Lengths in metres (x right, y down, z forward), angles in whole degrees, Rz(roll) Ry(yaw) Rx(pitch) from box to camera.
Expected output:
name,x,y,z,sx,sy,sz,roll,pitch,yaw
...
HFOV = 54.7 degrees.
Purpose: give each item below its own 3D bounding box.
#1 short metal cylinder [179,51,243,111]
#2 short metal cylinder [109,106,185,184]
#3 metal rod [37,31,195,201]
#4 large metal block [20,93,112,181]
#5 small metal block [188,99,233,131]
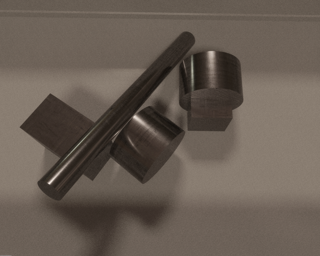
name,x,y,z,sx,sy,sz,roll,pitch,yaw
short metal cylinder,0.065,-0.056,0.402,0.081,0.080,0.050,1,70,0
short metal cylinder,-0.014,0.020,0.373,0.050,0.080,0.080,38,74,12
metal rod,-0.027,-0.039,0.363,0.025,0.025,0.301,28,49,9
large metal block,-0.105,0.014,0.374,0.080,0.080,0.050,33,73,11
small metal block,0.063,-0.016,0.403,0.050,0.050,0.025,1,70,0
